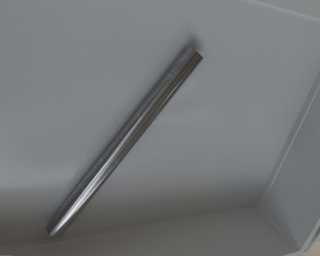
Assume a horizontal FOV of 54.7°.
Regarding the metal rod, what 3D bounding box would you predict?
[{"bbox_3d":[-0.050,0.023,0.397,0.025,0.025,0.299,33,100,-39],"label":"metal rod"}]
